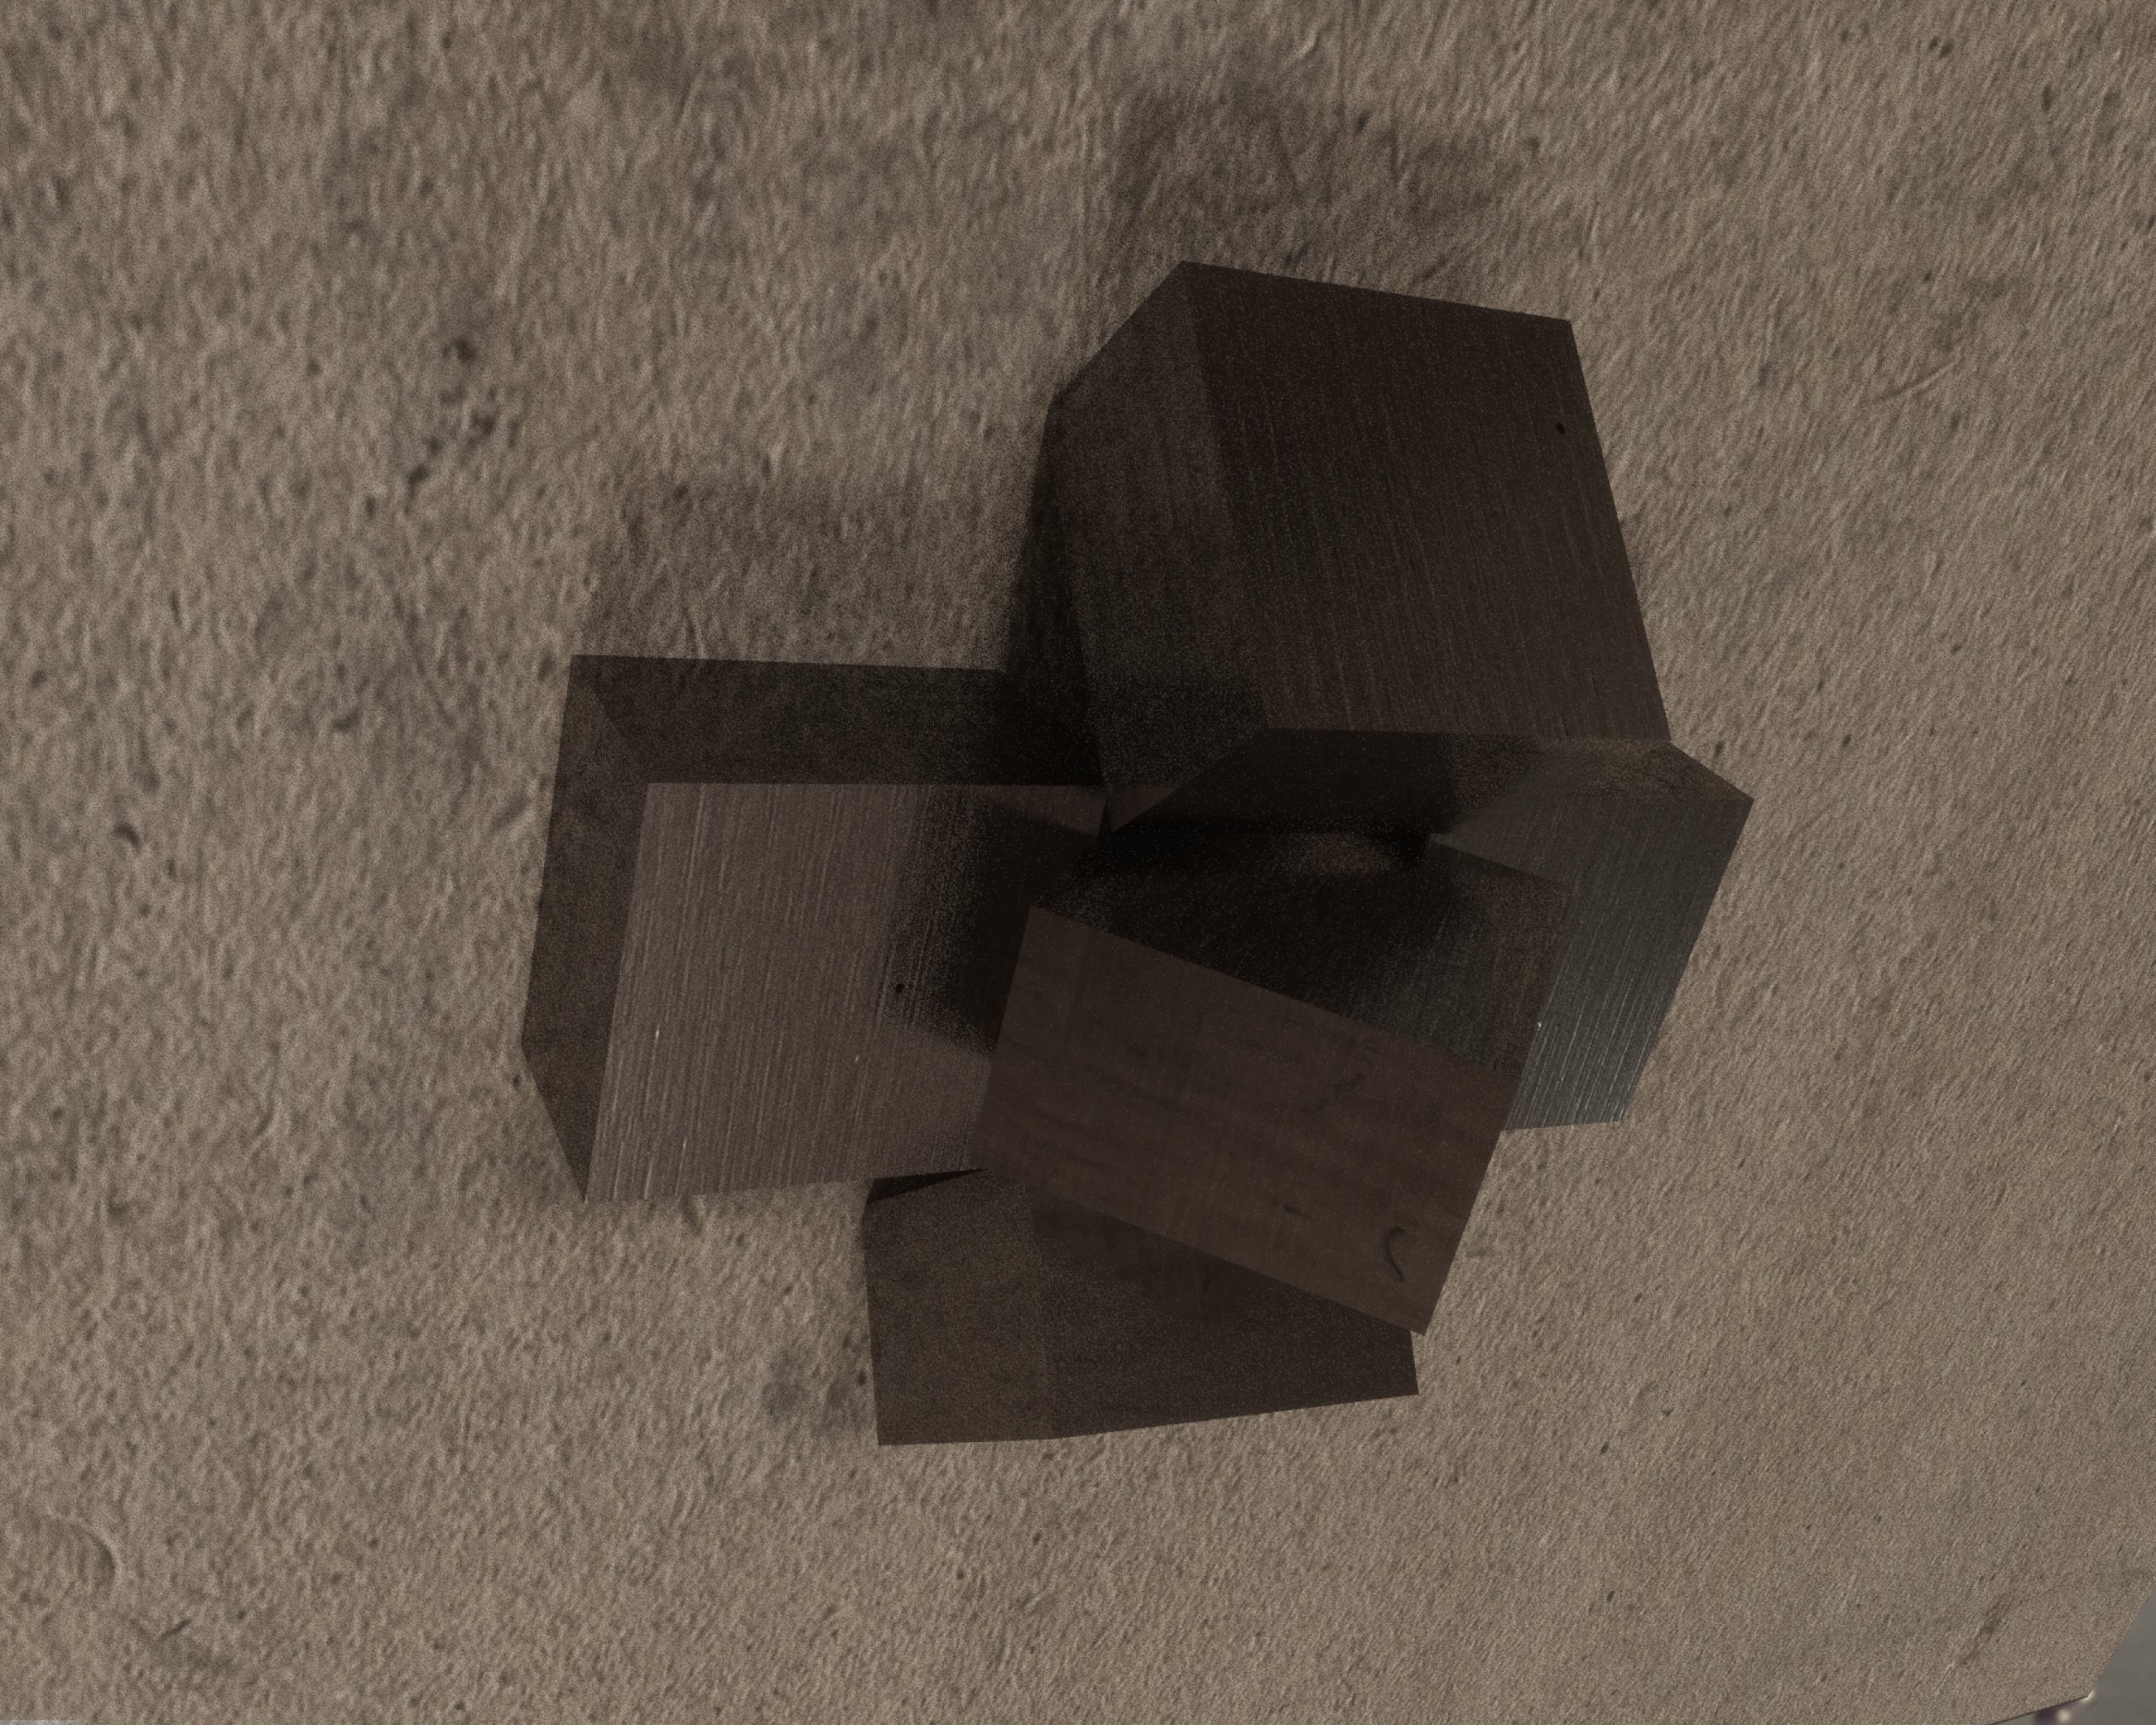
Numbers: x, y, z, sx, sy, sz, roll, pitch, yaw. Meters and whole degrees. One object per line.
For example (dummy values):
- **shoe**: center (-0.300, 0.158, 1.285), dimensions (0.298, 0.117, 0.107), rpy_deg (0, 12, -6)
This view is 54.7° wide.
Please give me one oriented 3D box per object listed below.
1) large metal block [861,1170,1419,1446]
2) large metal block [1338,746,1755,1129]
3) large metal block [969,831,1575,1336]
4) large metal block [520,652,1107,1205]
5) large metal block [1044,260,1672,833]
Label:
- **large metal block**: center (0.010, 0.089, 0.427), dimensions (0.081, 0.080, 0.050), rpy_deg (2, 75, -29)
- **large metal block**: center (0.083, 0.010, 0.442), dimensions (0.081, 0.050, 0.079), rpy_deg (0, 119, -29)
- **large metal block**: center (0.037, 0.028, 0.369), dimensions (0.080, 0.080, 0.050), rpy_deg (19, 116, 11)
- **large metal block**: center (-0.049, 0.010, 0.373), dimensions (0.081, 0.050, 0.079), rpy_deg (-1, 119, -29)
- **large metal block**: center (0.047, -0.051, 0.361), dimensions (0.081, 0.080, 0.050), rpy_deg (0, 162, -28)
